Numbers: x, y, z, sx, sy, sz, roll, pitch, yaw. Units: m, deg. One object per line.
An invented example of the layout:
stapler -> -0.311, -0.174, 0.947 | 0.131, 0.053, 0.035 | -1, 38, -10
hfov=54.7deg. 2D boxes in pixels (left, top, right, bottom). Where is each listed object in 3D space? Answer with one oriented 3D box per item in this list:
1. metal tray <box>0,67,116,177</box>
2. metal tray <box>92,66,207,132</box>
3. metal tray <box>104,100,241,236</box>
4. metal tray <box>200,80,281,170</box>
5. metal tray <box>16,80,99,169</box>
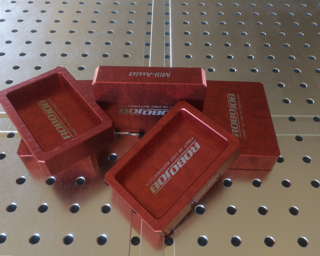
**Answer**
metal tray -> -0.125, -0.014, 0.373 | 0.091, 0.030, 0.130 | -31, 57, -24
metal tray -> -0.012, -0.033, 0.392 | 0.131, 0.089, 0.030 | 1, 50, 0
metal tray -> 0.015, 0.041, 0.346 | 0.090, 0.030, 0.130 | 39, 77, 27
metal tray -> 0.098, -0.008, 0.411 | 0.091, 0.030, 0.130 | 2, 50, 1
metal tray -> -0.123, -0.009, 0.411 | 0.091, 0.030, 0.130 | -1, 51, -1
